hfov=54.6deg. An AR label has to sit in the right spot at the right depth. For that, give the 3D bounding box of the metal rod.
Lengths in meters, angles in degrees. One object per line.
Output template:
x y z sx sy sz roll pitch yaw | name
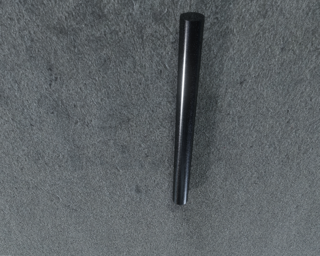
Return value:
0.033 0.002 0.408 0.025 0.025 0.298 0 130 0 | metal rod
